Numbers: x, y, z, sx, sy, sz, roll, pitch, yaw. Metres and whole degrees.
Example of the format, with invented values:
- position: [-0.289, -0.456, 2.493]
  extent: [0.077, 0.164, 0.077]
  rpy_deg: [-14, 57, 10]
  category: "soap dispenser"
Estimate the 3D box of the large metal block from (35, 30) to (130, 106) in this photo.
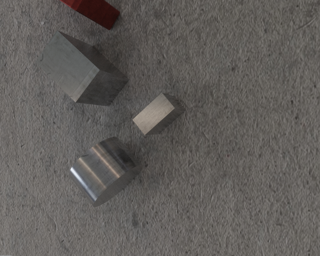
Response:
- position: [-0.101, -0.076, 0.415]
  extent: [0.080, 0.080, 0.050]
  rpy_deg: [43, 104, 15]
  category: "large metal block"

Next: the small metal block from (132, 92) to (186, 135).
- position: [0.000, -0.017, 0.395]
  extent: [0.050, 0.050, 0.025]
  rpy_deg: [-42, 77, 15]
  category: "small metal block"

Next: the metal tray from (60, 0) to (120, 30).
- position: [-0.128, -0.188, 0.419]
  extent: [0.130, 0.090, 0.030]
  rpy_deg: [36, 102, 16]
  category: "metal tray"

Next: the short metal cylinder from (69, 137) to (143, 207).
- position: [-0.069, 0.057, 0.404]
  extent: [0.080, 0.080, 0.050]
  rpy_deg: [-46, 76, 14]
  category: "short metal cylinder"
